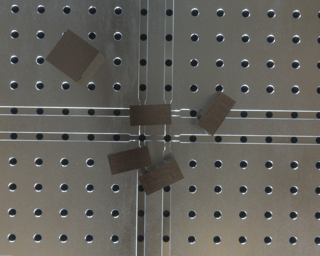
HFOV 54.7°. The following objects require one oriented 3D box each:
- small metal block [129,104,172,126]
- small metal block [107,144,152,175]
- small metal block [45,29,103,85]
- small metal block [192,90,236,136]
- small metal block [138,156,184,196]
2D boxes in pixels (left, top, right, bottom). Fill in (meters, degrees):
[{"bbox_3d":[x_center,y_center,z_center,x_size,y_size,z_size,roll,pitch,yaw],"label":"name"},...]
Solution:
[{"bbox_3d":[-0.012,-0.016,0.401,0.050,0.050,0.025,-2,90,-1],"label":"small metal block"},{"bbox_3d":[-0.037,0.039,0.400,0.050,0.050,0.025,-13,90,0],"label":"small metal block"},{"bbox_3d":[-0.113,-0.094,0.412,0.050,0.025,0.050,36,90,-1],"label":"small metal block"},{"bbox_3d":[0.068,-0.018,0.402,0.025,0.050,0.050,34,90,-1],"label":"small metal block"},{"bbox_3d":[0.001,0.060,0.401,0.050,0.050,0.025,-25,90,0],"label":"small metal block"}]
